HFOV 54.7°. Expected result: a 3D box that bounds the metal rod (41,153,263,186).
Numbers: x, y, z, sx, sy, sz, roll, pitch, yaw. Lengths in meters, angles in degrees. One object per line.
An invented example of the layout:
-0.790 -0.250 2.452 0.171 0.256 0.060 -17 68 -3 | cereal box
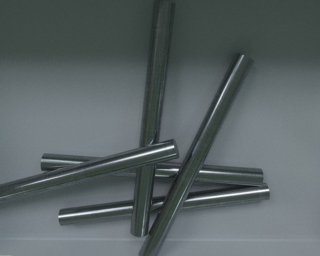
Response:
-0.009 0.058 0.431 0.302 0.025 0.025 4 110 -2 | metal rod

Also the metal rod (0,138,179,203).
-0.123 0.064 0.405 0.301 0.025 0.025 -15 110 11 | metal rod

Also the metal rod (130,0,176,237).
-0.012 -0.001 0.391 0.025 0.025 0.298 6 104 -3 | metal rod

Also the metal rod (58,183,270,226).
0.005 0.111 0.451 0.302 0.025 0.025 -8 110 2 | metal rod

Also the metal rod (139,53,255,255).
0.043 0.046 0.406 0.025 0.025 0.298 23 100 -9 | metal rod
